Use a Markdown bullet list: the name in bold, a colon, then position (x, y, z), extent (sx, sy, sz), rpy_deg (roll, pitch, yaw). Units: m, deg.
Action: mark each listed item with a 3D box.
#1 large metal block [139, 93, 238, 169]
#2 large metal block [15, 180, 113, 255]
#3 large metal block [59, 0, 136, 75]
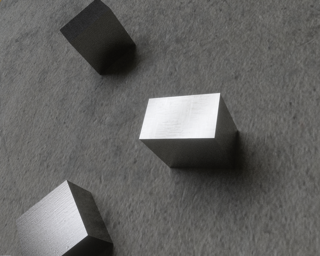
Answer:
- **large metal block**: position (0.036, 0.007, 0.345), extent (0.080, 0.080, 0.050), rpy_deg (-2, 61, 27)
- **large metal block**: position (-0.116, 0.124, 0.371), extent (0.080, 0.050, 0.080), rpy_deg (-38, 51, 2)
- **large metal block**: position (-0.101, -0.150, 0.512), extent (0.080, 0.080, 0.050), rpy_deg (-41, 51, 0)
